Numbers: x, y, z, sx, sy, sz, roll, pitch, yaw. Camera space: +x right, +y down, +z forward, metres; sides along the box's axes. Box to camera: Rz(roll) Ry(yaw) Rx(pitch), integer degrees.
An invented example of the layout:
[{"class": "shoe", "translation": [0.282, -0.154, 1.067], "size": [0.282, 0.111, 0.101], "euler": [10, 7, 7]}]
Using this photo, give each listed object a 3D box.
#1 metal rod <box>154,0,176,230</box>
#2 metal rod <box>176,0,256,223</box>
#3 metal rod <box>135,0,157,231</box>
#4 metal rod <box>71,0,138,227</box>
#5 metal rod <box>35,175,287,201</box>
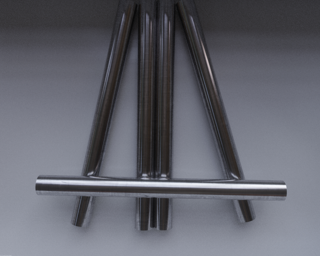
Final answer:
[{"class": "metal rod", "translation": [0.006, -0.018, 0.410], "size": [0.025, 0.025, 0.298], "euler": [1, 90, 0]}, {"class": "metal rod", "translation": [0.074, -0.023, 0.411], "size": [0.025, 0.025, 0.298], "euler": [-16, 90, 0]}, {"class": "metal rod", "translation": [-0.018, -0.017, 0.410], "size": [0.025, 0.025, 0.298], "euler": [1, 90, 0]}, {"class": "metal rod", "translation": [-0.073, -0.020, 0.410], "size": [0.025, 0.025, 0.298], "euler": [12, 90, 0]}, {"class": "metal rod", "translation": [0.002, 0.074, 0.384], "size": [0.302, 0.025, 0.025], "euler": [1, 90, 0]}]
